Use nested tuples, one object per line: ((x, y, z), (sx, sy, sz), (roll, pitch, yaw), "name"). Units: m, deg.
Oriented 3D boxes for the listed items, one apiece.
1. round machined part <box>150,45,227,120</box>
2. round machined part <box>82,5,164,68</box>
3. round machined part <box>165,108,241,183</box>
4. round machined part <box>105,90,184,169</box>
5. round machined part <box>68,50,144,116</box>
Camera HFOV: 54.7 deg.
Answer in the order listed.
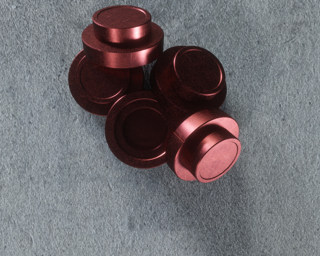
((0.040, -0.061, 0.381), (0.099, 0.042, 0.098), (9, 65, -19), "round machined part")
((-0.044, -0.115, 0.373), (0.099, 0.098, 0.042), (1, 132, -1), "round machined part")
((0.059, 0.028, 0.376), (0.098, 0.098, 0.042), (-43, 50, 0), "round machined part")
((-0.019, 0.002, 0.402), (0.099, 0.042, 0.097), (0, 90, -1), "round machined part")
((-0.070, -0.064, 0.403), (0.099, 0.042, 0.097), (0, 90, -1), "round machined part")
